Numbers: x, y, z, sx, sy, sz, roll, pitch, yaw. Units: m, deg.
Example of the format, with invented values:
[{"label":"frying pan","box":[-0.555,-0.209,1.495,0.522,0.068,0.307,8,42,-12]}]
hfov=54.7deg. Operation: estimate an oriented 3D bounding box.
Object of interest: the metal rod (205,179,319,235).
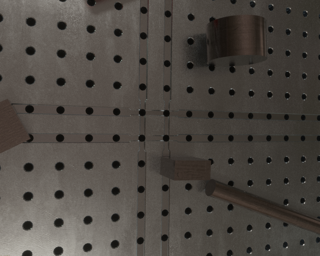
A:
[{"label":"metal rod","box":[0.204,0.139,0.490,0.302,0.025,0.025,22,83,-19]}]

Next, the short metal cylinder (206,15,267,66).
[{"label":"short metal cylinder","box":[0.104,-0.116,0.423,0.081,0.080,0.050,-3,91,-20]}]

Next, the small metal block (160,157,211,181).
[{"label":"small metal block","box":[0.033,0.053,0.413,0.050,0.050,0.025,3,89,-20]}]

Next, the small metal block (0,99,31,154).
[{"label":"small metal block","box":[-0.181,0.002,0.346,0.050,0.025,0.050,-29,100,-18]}]
